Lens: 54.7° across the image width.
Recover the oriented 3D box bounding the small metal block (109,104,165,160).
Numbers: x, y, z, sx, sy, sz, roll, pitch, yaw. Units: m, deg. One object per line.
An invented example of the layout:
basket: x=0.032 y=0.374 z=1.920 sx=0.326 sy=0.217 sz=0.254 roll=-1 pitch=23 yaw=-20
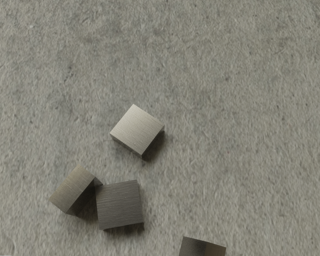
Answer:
small metal block: x=-0.029 y=0.005 z=0.406 sx=0.050 sy=0.025 sz=0.050 roll=34 pitch=73 yaw=11

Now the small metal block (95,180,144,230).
small metal block: x=-0.049 y=0.093 z=0.374 sx=0.050 sy=0.025 sz=0.050 roll=-9 pitch=70 yaw=-4

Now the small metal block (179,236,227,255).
small metal block: x=0.042 y=0.149 z=0.338 sx=0.025 sy=0.050 sz=0.050 roll=24 pitch=69 yaw=-20

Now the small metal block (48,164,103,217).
small metal block: x=-0.098 y=0.075 z=0.366 sx=0.025 sy=0.050 sz=0.050 roll=35 pitch=74 yaw=11
